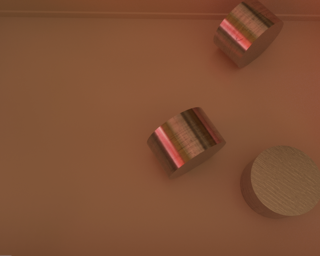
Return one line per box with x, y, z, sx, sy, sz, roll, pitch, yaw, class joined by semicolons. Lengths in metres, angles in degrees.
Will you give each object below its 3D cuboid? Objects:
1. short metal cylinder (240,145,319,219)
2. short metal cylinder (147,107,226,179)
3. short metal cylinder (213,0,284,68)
0.143;0.066;0.373;0.081;0.050;0.080;0;70;0;short metal cylinder
0.032;0.019;0.374;0.080;0.080;0.050;-30;73;-10;short metal cylinder
0.121;-0.130;0.429;0.080;0.080;0.050;-37;74;-12;short metal cylinder
